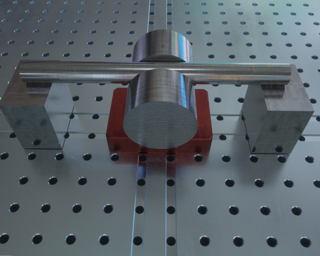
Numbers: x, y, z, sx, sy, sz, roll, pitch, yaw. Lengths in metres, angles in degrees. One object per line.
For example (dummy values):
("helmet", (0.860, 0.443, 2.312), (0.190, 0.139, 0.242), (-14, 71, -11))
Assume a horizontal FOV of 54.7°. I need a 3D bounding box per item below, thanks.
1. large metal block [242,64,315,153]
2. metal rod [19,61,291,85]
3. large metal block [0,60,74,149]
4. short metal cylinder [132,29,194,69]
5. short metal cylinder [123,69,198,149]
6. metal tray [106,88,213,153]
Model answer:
("large metal block", (0.143, -0.024, 0.391), (0.050, 0.080, 0.080), (1, 50, 1))
("metal rod", (-0.005, -0.063, 0.356), (0.302, 0.025, 0.025), (1, 50, 0))
("large metal block", (-0.151, -0.030, 0.394), (0.050, 0.080, 0.080), (1, 50, 1))
("short metal cylinder", (0.004, -0.078, 0.398), (0.080, 0.080, 0.050), (1, 50, 0))
("short metal cylinder", (0.001, -0.020, 0.350), (0.080, 0.080, 0.050), (1, 50, 0))
("metal tray", (0.000, -0.012, 0.414), (0.131, 0.030, 0.090), (1, 50, 1))
